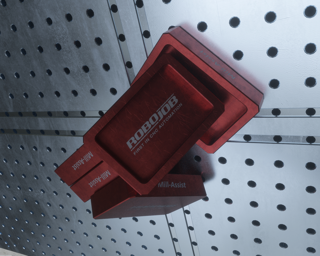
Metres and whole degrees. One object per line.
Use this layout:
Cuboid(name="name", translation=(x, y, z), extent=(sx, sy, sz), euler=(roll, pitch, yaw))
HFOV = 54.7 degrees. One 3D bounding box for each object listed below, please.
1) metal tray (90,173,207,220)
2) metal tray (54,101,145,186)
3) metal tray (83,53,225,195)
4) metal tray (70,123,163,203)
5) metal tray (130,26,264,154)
Cuboid(name="metal tray", translation=(-0.013, 0.091, 0.413), extent=(0.090, 0.131, 0.030), euler=(-36, 57, 39))
Cuboid(name="metal tray", translation=(-0.078, 0.020, 0.420), extent=(0.030, 0.090, 0.129), euler=(49, 128, -6))
Cuboid(name="metal tray", translation=(-0.006, -0.004, 0.337), extent=(0.090, 0.030, 0.130), euler=(43, 84, -2))
Cuboid(name="metal tray", translation=(-0.057, 0.043, 0.422), extent=(0.030, 0.090, 0.129), euler=(49, 128, -6))
Cuboid(name="metal tray", translation=(0.040, -0.041, 0.359), extent=(0.130, 0.030, 0.089), euler=(39, 129, 1))
